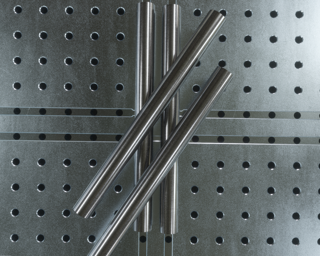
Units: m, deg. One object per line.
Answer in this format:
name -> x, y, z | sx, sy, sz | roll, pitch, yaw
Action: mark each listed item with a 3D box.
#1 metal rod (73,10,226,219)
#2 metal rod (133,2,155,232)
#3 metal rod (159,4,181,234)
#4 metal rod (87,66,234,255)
metal rod -> -0.013, -0.017, 0.389 | 0.025, 0.025, 0.299 | 35, 90, 0
metal rod -> -0.021, -0.014, 0.414 | 0.025, 0.025, 0.298 | 1, 90, 0
metal rod -> 0.014, -0.011, 0.414 | 0.025, 0.025, 0.298 | 1, 90, 0
metal rod -> -0.003, 0.053, 0.388 | 0.025, 0.025, 0.299 | 35, 90, 0
